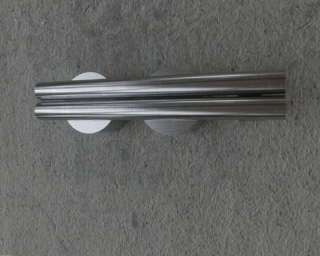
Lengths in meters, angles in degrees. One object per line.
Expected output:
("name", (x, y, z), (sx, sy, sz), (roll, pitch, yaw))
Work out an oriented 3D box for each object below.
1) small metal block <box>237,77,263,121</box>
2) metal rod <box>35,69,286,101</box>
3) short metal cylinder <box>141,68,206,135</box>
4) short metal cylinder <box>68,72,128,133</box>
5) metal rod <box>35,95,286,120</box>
("small metal block", (0.106, -0.033, 0.361), (0.025, 0.050, 0.050), (-2, 89, 20))
("metal rod", (-0.016, -0.048, 0.362), (0.301, 0.025, 0.025), (0, 90, 19))
("short metal cylinder", (0.020, -0.032, 0.390), (0.080, 0.050, 0.080), (0, 90, 20))
("short metal cylinder", (-0.084, -0.033, 0.426), (0.080, 0.050, 0.080), (0, 90, 20))
("metal rod", (-0.016, -0.022, 0.362), (0.301, 0.025, 0.025), (0, 90, 19))
